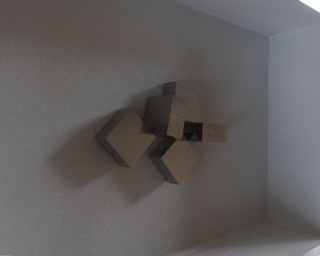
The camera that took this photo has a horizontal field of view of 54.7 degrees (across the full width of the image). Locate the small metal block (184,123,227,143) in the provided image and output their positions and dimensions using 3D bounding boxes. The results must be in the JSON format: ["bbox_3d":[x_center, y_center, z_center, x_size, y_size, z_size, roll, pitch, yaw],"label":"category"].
[{"bbox_3d":[0.058,0.007,0.439,0.050,0.050,0.025,4,88,-40],"label":"small metal block"}]

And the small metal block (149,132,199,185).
[{"bbox_3d":[0.020,0.041,0.423,0.050,0.025,0.050,-48,119,-29],"label":"small metal block"}]

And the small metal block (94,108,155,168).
[{"bbox_3d":[-0.041,0.012,0.372,0.050,0.025,0.050,-53,121,-27],"label":"small metal block"}]

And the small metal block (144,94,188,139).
[{"bbox_3d":[0.005,-0.014,0.394,0.025,0.050,0.050,16,80,-39],"label":"small metal block"}]

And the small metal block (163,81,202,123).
[{"bbox_3d":[0.030,-0.034,0.432,0.050,0.025,0.050,8,85,-40],"label":"small metal block"}]
